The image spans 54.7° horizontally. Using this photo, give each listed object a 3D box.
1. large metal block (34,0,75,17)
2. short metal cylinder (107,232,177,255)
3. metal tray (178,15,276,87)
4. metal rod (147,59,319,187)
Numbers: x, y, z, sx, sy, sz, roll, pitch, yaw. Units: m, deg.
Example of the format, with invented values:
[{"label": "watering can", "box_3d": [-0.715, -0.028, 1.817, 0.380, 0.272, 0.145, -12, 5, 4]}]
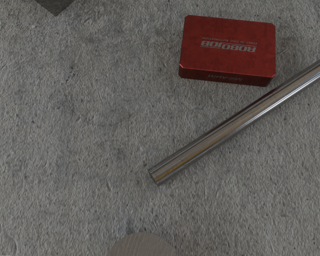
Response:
[{"label": "large metal block", "box_3d": [-0.168, -0.235, 0.480, 0.080, 0.050, 0.080, 38, 74, 12]}, {"label": "short metal cylinder", "box_3d": [-0.019, 0.156, 0.338, 0.081, 0.050, 0.080, 0, 70, 0]}, {"label": "metal tray", "box_3d": [0.096, -0.112, 0.447, 0.131, 0.030, 0.090, 7, 70, 2]}, {"label": "metal rod", "box_3d": [0.117, -0.015, 0.414, 0.301, 0.025, 0.025, -32, 73, -11]}]
